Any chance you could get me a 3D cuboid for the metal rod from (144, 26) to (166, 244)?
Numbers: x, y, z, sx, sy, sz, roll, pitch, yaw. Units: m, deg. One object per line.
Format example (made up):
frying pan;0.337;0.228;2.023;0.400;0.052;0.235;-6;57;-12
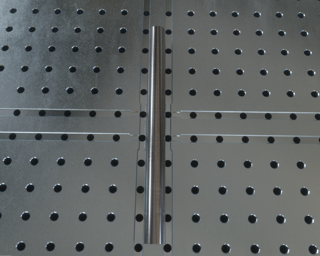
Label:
metal rod;-0.005;-0.005;0.413;0.025;0.025;0.299;0;70;0
